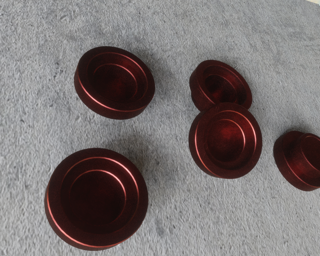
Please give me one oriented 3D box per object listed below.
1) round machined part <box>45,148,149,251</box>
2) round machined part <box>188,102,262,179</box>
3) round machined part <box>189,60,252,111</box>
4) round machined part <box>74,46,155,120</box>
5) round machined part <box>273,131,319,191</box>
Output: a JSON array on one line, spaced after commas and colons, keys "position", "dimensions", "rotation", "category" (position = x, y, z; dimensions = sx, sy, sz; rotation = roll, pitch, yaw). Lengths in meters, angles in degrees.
[{"position": [-0.065, 0.073, 0.313], "dimensions": [0.099, 0.042, 0.098], "rotation": [14, 56, -21], "category": "round machined part"}, {"position": [0.082, 0.017, 0.412], "dimensions": [0.099, 0.042, 0.097], "rotation": [2, 84, -20], "category": "round machined part"}, {"position": [0.087, -0.053, 0.470], "dimensions": [0.099, 0.042, 0.098], "rotation": [15, 53, -21], "category": "round machined part"}, {"position": [-0.059, -0.052, 0.393], "dimensions": [0.099, 0.042, 0.098], "rotation": [14, 56, -21], "category": "round machined part"}, {"position": [0.233, 0.047, 0.489], "dimensions": [0.099, 0.042, 0.098], "rotation": [14, 56, -21], "category": "round machined part"}]
